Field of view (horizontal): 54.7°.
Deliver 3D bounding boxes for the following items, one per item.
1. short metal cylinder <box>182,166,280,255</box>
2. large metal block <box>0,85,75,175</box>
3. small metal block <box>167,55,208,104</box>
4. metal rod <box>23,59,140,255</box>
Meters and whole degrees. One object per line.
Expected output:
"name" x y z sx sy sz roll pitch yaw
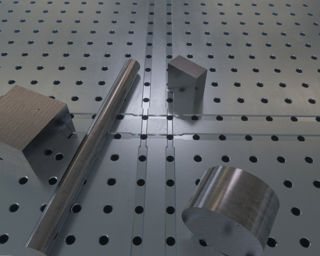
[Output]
"short metal cylinder" 0.069 0.083 0.303 0.080 0.080 0.050 24 54 18
"large metal block" -0.169 0.000 0.390 0.080 0.050 0.080 20 53 16
"small metal block" 0.038 -0.070 0.451 0.050 0.050 0.025 34 58 25
"metal rod" -0.083 0.011 0.397 0.025 0.025 0.300 12 51 10
